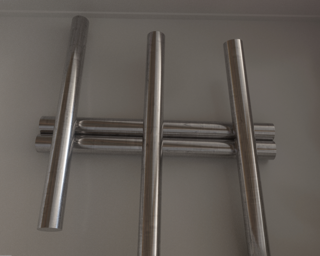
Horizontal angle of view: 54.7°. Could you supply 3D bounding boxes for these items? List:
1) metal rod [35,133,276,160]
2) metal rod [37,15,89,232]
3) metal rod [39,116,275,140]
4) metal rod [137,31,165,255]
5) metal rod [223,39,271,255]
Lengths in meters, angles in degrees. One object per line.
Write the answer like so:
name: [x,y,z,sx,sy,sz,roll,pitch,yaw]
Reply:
metal rod: [-0.005,0.024,0.400,0.302,0.025,0.025,2,70,0]
metal rod: [-0.116,-0.026,0.391,0.025,0.025,0.299,-1,62,-1]
metal rod: [-0.004,0.001,0.408,0.302,0.025,0.025,2,70,0]
metal rod: [-0.009,0.014,0.377,0.025,0.025,0.299,1,70,0]
metal rod: [0.105,0.036,0.373,0.025,0.025,0.298,-4,78,-2]
